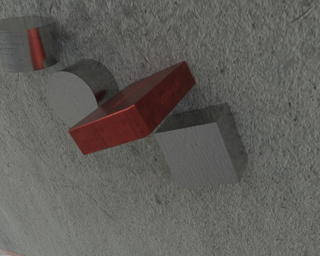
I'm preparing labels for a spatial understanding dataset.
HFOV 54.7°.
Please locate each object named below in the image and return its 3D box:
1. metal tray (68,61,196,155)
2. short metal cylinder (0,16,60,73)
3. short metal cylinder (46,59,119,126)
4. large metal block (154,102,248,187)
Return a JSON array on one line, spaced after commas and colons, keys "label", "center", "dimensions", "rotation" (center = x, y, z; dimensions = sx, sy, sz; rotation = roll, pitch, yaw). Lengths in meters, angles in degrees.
[{"label": "metal tray", "center": [-0.025, -0.025, 0.337], "dimensions": [0.090, 0.131, 0.030], "rotation": [-17, 109, 35]}, {"label": "short metal cylinder", "center": [-0.174, -0.109, 0.396], "dimensions": [0.080, 0.080, 0.050], "rotation": [13, 124, 21]}, {"label": "short metal cylinder", "center": [-0.103, -0.046, 0.416], "dimensions": [0.080, 0.050, 0.079], "rotation": [13, 124, 21]}, {"label": "large metal block", "center": [0.052, 0.023, 0.378], "dimensions": [0.080, 0.050, 0.080], "rotation": [-11, 113, 33]}]
